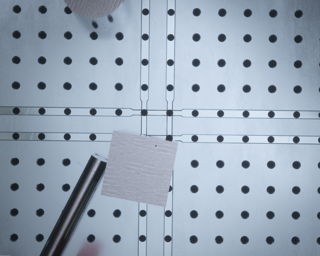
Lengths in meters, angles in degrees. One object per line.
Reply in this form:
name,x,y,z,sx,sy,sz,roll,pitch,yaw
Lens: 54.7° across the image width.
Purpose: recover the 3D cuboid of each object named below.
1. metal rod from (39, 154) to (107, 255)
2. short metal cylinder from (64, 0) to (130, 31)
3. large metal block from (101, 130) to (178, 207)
metal rod,-0.148,0.173,0.412,0.025,0.025,0.299,27,90,0
short metal cylinder,-0.081,-0.173,0.400,0.081,0.050,0.079,0,90,0
large metal block,-0.025,0.049,0.401,0.080,0.050,0.080,11,90,0
